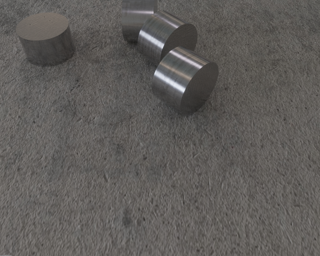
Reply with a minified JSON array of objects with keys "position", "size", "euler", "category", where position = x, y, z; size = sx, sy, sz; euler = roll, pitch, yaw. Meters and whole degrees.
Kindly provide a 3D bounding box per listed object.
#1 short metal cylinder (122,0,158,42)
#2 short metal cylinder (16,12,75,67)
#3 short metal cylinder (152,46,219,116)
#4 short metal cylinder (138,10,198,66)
[{"position":[-0.033,-0.187,0.524],"size":[0.050,0.080,0.080],"euler":[4,50,3],"category":"short metal cylinder"},{"position":[-0.185,-0.146,0.508],"size":[0.080,0.050,0.080],"euler":[0,50,0],"category":"short metal cylinder"},{"position":[0.035,-0.063,0.421],"size":[0.050,0.080,0.080],"euler":[36,59,26],"category":"short metal cylinder"},{"position":[0.012,-0.133,0.479],"size":[0.080,0.080,0.050],"euler":[-36,59,-26],"category":"short metal cylinder"}]
